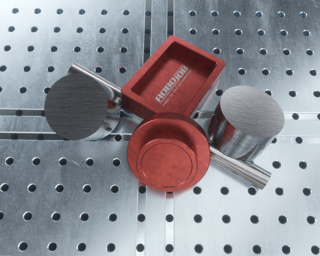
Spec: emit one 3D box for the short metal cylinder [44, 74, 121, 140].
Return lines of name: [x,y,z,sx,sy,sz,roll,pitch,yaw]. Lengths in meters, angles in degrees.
short metal cylinder: [-0.096,-0.024,0.394,0.080,0.050,0.080,-1,87,10]

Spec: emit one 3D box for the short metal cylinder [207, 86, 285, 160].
short metal cylinder: [0.106,-0.007,0.389,0.081,0.050,0.080,7,53,-8]

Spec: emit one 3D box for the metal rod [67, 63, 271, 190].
metal rod: [0.005,-0.007,0.414,0.301,0.025,0.025,30,73,10]

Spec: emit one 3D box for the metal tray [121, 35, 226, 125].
metal tray: [0.019,-0.060,0.416,0.090,0.030,0.130,30,59,10]

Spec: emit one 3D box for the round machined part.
round machined part: [0.009,0.034,0.361,0.099,0.042,0.097,2,113,5]
